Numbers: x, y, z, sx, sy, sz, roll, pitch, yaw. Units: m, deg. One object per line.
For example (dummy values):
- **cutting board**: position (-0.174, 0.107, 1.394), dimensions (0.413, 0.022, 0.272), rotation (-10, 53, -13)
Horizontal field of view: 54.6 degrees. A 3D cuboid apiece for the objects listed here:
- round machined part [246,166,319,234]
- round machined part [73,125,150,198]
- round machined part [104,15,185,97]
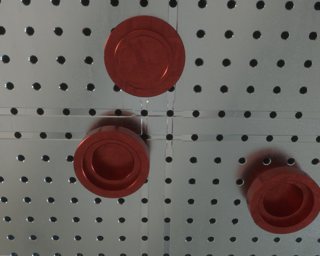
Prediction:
- **round machined part**: position (0.172, 0.098, 0.442), dimensions (0.099, 0.042, 0.097), rotation (0, 110, 0)
- **round machined part**: position (-0.063, 0.042, 0.419), dimensions (0.099, 0.042, 0.097), rotation (0, 110, 0)
- **round machined part**: position (-0.019, -0.084, 0.373), dimensions (0.099, 0.042, 0.097), rotation (0, 110, 0)
